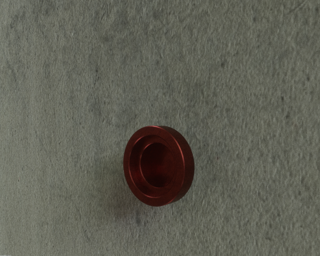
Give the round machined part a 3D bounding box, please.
[{"bbox_3d":[0.003,0.046,0.390,0.098,0.042,0.097,0,90,39],"label":"round machined part"}]
